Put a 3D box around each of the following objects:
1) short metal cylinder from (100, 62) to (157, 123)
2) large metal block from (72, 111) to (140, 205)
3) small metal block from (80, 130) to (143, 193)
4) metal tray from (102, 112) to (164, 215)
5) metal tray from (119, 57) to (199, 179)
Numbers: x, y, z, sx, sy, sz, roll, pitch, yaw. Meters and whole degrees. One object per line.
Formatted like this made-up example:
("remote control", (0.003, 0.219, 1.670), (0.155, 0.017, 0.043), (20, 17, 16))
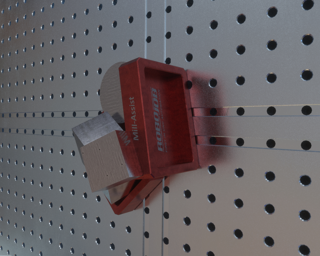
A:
("short metal cylinder", (-0.036, -0.046, 0.420), (0.080, 0.050, 0.079), (0, 90, 39))
("large metal block", (-0.066, 0.039, 0.405), (0.080, 0.050, 0.080), (47, 153, 29))
("small metal block", (-0.052, 0.035, 0.327), (0.050, 0.025, 0.050), (-25, 74, 25))
("metal tray", (-0.061, 0.047, 0.452), (0.090, 0.030, 0.130), (-50, 61, 28))
("metal tray", (0.001, -0.010, 0.364), (0.030, 0.091, 0.129), (-12, 83, 39))
